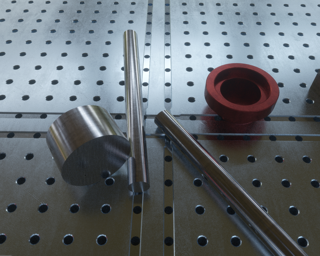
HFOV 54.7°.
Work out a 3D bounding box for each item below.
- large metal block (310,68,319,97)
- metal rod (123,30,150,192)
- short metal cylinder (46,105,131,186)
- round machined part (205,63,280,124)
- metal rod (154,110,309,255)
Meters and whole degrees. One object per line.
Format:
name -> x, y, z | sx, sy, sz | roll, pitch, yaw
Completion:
large metal block -> 0.285, -0.062, 0.448 | 0.081, 0.050, 0.080 | -19, 53, -16
metal rod -> -0.038, -0.047, 0.446 | 0.025, 0.025, 0.300 | -4, 50, -4
short metal cylinder -> -0.081, 0.021, 0.354 | 0.081, 0.080, 0.050 | -25, 55, -20
round machined part -> 0.112, -0.044, 0.435 | 0.099, 0.042, 0.098 | 1, 50, 0
metal rod -> 0.088, 0.080, 0.341 | 0.025, 0.025, 0.300 | -28, 56, -22
